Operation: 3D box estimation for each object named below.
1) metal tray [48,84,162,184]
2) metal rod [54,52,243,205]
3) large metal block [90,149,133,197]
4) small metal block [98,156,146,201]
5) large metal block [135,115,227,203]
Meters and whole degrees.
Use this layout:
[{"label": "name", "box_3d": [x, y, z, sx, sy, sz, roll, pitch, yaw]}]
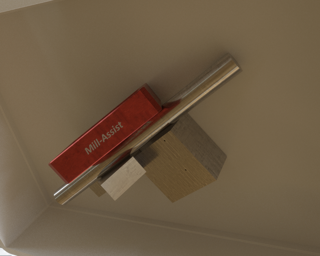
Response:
[{"label": "metal tray", "box_3d": [-0.058, 0.002, 0.360, 0.130, 0.090, 0.030, -38, 99, 6]}, {"label": "metal rod", "box_3d": [-0.031, 0.014, 0.382, 0.299, 0.025, 0.025, -37, 98, 23]}, {"label": "large metal block", "box_3d": [-0.084, 0.044, 0.458, 0.080, 0.050, 0.080, 47, 129, -6]}, {"label": "small metal block", "box_3d": [-0.049, 0.061, 0.390, 0.025, 0.050, 0.050, 50, 165, -7]}, {"label": "large metal block", "box_3d": [0.025, 0.039, 0.401, 0.080, 0.050, 0.080, 47, 129, -6]}]
